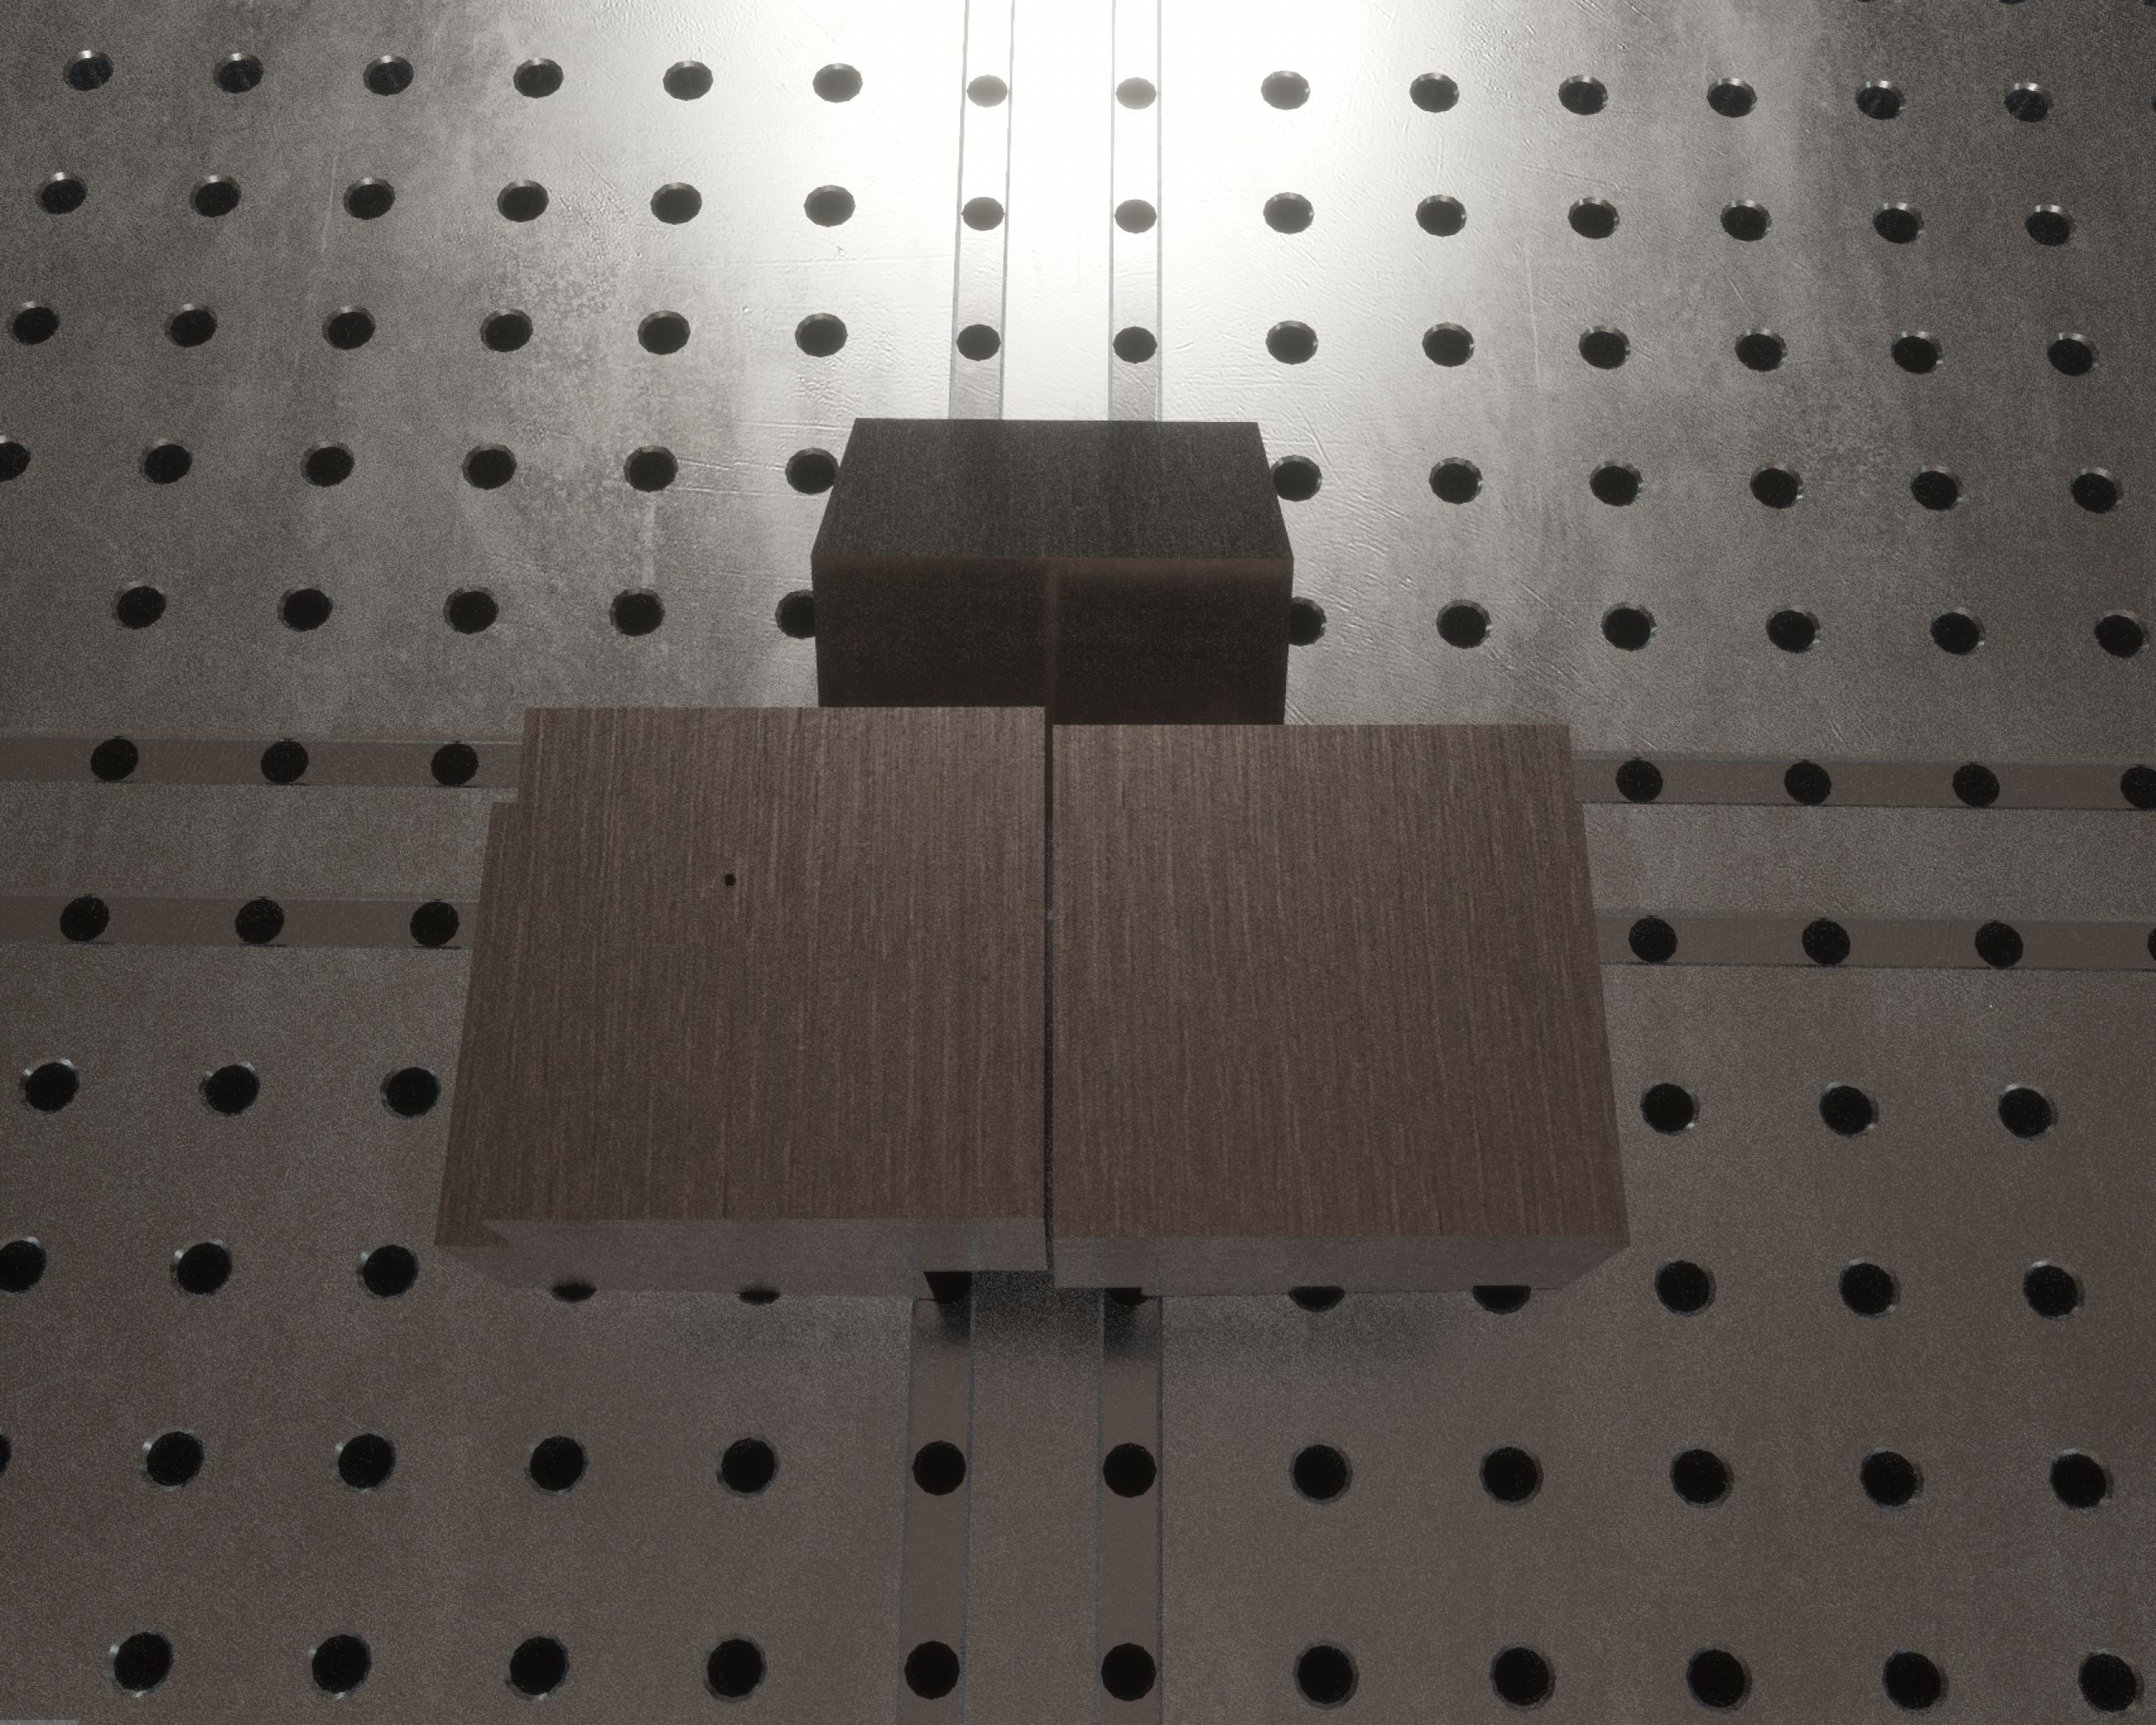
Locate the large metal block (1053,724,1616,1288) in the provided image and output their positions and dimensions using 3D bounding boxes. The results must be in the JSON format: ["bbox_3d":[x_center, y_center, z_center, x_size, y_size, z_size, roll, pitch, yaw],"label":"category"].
[{"bbox_3d":[0.036,0.024,0.335,0.081,0.050,0.080,0,70,-1],"label":"large metal block"}]

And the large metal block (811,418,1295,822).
[{"bbox_3d":[-0.004,-0.048,0.394,0.081,0.050,0.080,0,28,-1],"label":"large metal block"}]

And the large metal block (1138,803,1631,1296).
[{"bbox_3d":[0.051,0.036,0.385,0.081,0.050,0.080,-1,70,-1],"label":"large metal block"}]

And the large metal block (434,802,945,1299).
[{"bbox_3d":[-0.066,0.036,0.385,0.081,0.050,0.080,1,70,0],"label":"large metal block"}]

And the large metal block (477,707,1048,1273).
[{"bbox_3d":[-0.045,0.022,0.334,0.081,0.050,0.080,0,70,-1],"label":"large metal block"}]
